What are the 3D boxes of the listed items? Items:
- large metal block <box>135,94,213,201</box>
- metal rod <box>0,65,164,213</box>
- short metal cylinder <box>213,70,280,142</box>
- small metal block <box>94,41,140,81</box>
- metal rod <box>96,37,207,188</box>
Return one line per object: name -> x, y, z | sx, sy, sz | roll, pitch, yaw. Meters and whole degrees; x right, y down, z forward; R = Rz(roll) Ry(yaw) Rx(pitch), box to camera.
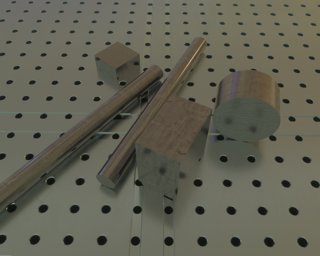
large metal block -> 0.016, 0.022, 0.354 | 0.050, 0.080, 0.080 | 23, 54, 18
metal rod -> -0.098, 0.003, 0.403 | 0.025, 0.025, 0.301 | 31, 56, 23
short metal cylinder -> 0.111, -0.027, 0.396 | 0.080, 0.080, 0.050 | 10, 51, 8
small metal block -> -0.068, -0.108, 0.498 | 0.050, 0.025, 0.050 | 35, 58, 25
metal rod -> 0.003, -0.042, 0.442 | 0.025, 0.025, 0.301 | 21, 53, 16
